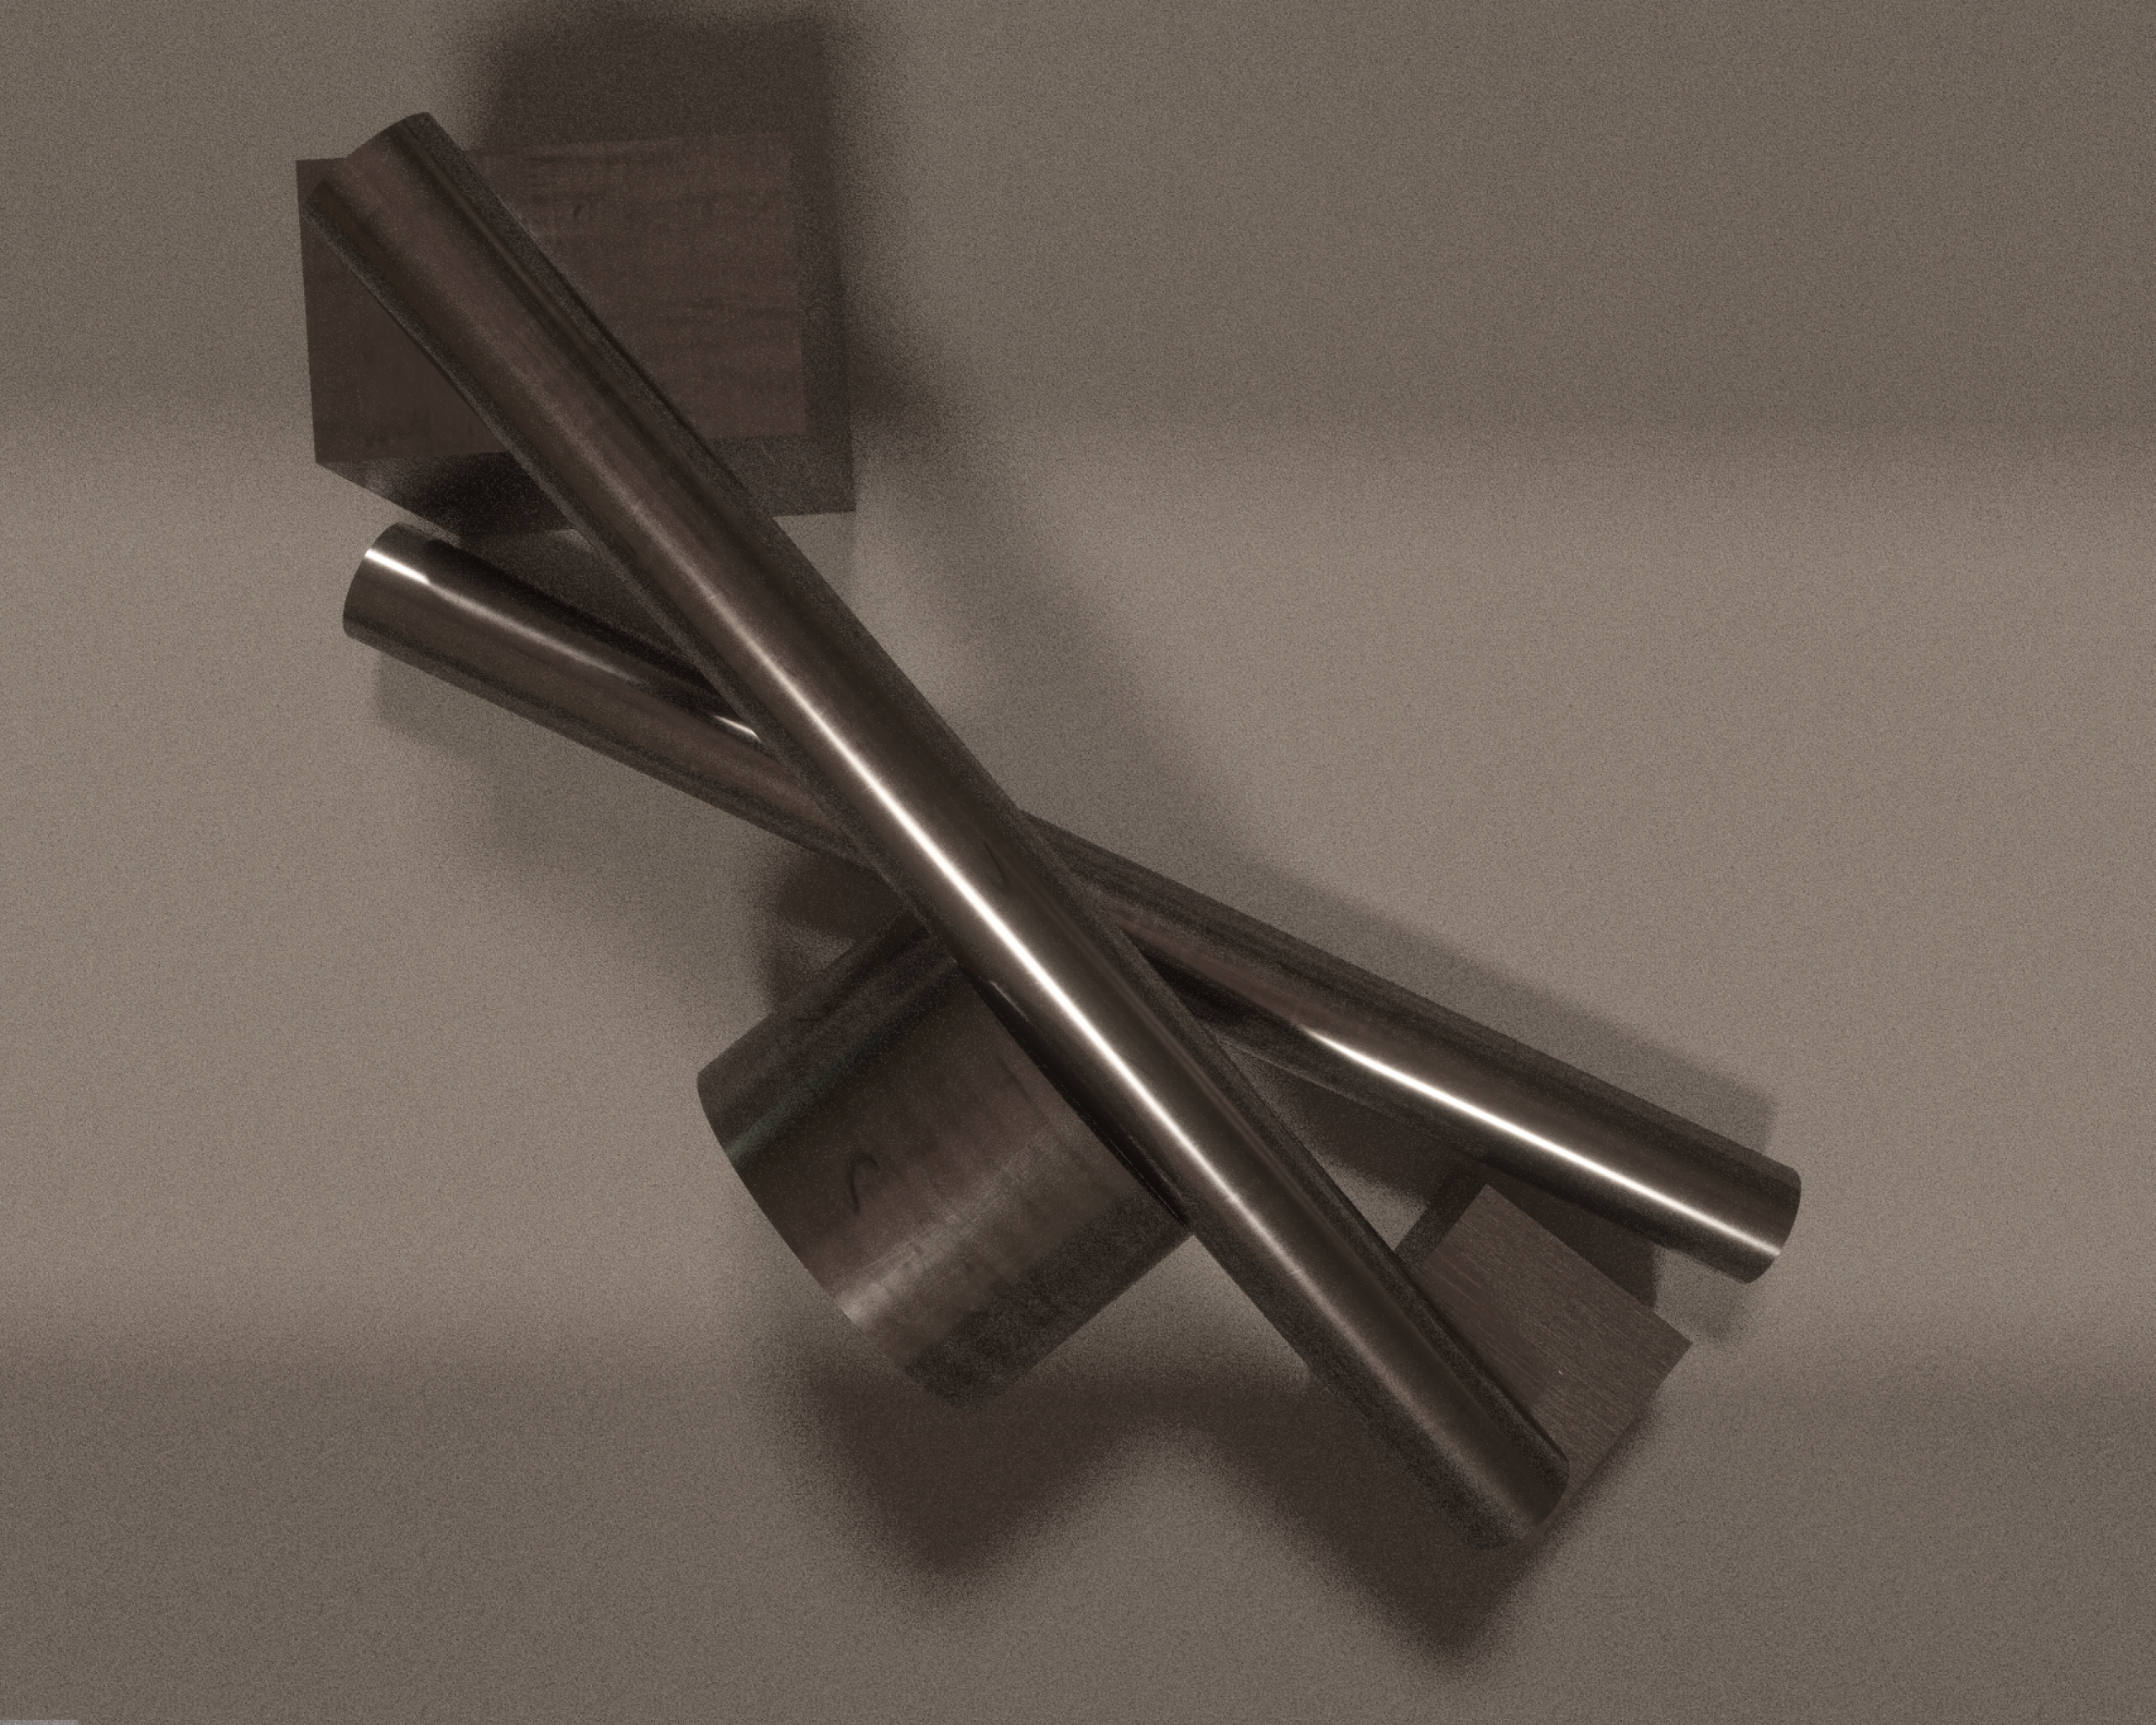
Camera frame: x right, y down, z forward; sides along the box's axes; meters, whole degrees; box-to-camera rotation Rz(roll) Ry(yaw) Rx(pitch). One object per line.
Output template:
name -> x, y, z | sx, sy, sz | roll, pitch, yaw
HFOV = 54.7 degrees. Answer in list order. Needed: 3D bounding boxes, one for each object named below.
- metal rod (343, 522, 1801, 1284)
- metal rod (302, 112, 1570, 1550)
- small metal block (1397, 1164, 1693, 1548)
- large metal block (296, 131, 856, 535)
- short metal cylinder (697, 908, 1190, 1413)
metal rod -> 0.000, 0.008, 0.410 | 0.301, 0.025, 0.025 | 25, 90, -1
metal rod -> -0.014, 0.005, 0.352 | 0.025, 0.025, 0.300 | -40, 103, 0
small metal block -> 0.082, 0.096, 0.411 | 0.050, 0.025, 0.050 | 38, 90, -1
large metal block -> -0.087, -0.093, 0.382 | 0.081, 0.080, 0.050 | -4, 90, -1
short metal cylinder -> -0.023, 0.052, 0.381 | 0.050, 0.080, 0.080 | -40, 91, 0
